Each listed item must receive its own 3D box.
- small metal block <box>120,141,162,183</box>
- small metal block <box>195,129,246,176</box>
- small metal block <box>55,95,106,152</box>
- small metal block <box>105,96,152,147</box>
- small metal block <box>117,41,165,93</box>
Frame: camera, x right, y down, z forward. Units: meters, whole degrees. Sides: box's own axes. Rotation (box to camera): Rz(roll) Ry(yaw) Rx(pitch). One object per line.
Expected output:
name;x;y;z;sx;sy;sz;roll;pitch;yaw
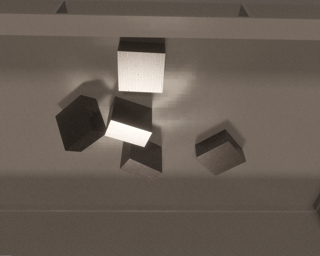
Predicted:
small metal block;-0.025;0.041;0.427;0.050;0.050;0.025;27;125;-22
small metal block;0.086;0.036;0.441;0.050;0.025;0.050;-31;124;23
small metal block;-0.098;-0.005;0.384;0.050;0.050;0.025;-34;156;25
small metal block;-0.038;-0.008;0.385;0.050;0.050;0.025;18;126;-15
small metal block;-0.021;-0.069;0.350;0.050;0.025;0.050;2;130;-3
